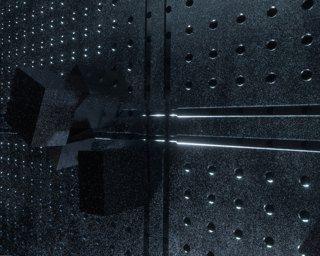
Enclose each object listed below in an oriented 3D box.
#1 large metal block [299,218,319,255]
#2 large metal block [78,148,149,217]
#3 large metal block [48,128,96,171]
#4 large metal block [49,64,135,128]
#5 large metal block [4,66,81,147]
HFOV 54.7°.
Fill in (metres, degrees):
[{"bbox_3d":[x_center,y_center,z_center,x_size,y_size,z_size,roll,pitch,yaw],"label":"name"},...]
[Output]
[{"bbox_3d":[0.175,0.088,0.248,0.080,0.050,0.079,34,111,34],"label":"large metal block"},{"bbox_3d":[-0.062,0.069,0.422,0.050,0.081,0.079,-3,88,40],"label":"large metal block"},{"bbox_3d":[-0.151,0.009,0.499,0.080,0.050,0.080,60,143,22],"label":"large metal block"},{"bbox_3d":[-0.099,-0.043,0.453,0.080,0.081,0.050,-41,65,32],"label":"large metal block"},{"bbox_3d":[-0.160,-0.029,0.418,0.080,0.050,0.079,33,110,35],"label":"large metal block"}]
